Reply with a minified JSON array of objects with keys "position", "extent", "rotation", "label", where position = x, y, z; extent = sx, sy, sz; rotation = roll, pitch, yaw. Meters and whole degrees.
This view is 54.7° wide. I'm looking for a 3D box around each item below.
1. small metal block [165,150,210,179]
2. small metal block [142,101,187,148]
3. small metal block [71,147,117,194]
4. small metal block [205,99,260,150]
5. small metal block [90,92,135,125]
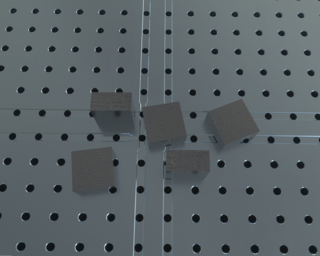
[{"position":[0.032,0.046,0.382],"extent":[0.050,0.050,0.025],"rotation":[1,70,0],"label":"small metal block"},{"position":[0.005,-0.004,0.413],"extent":[0.050,0.025,0.050],"rotation":[-10,70,-4],"label":"small metal block"},{"position":[-0.083,0.054,0.391],"extent":[0.050,0.025,0.050],"rotation":[-7,70,-3],"label":"small metal block"},{"position":[0.096,-0.005,0.415],"extent":[0.050,0.025,0.050],"rotation":[-21,72,-8],"label":"small metal block"},{"position":[-0.061,-0.025,0.407],"extent":[0.050,0.050,0.025],"rotation":[0,70,0],"label":"small metal block"}]
